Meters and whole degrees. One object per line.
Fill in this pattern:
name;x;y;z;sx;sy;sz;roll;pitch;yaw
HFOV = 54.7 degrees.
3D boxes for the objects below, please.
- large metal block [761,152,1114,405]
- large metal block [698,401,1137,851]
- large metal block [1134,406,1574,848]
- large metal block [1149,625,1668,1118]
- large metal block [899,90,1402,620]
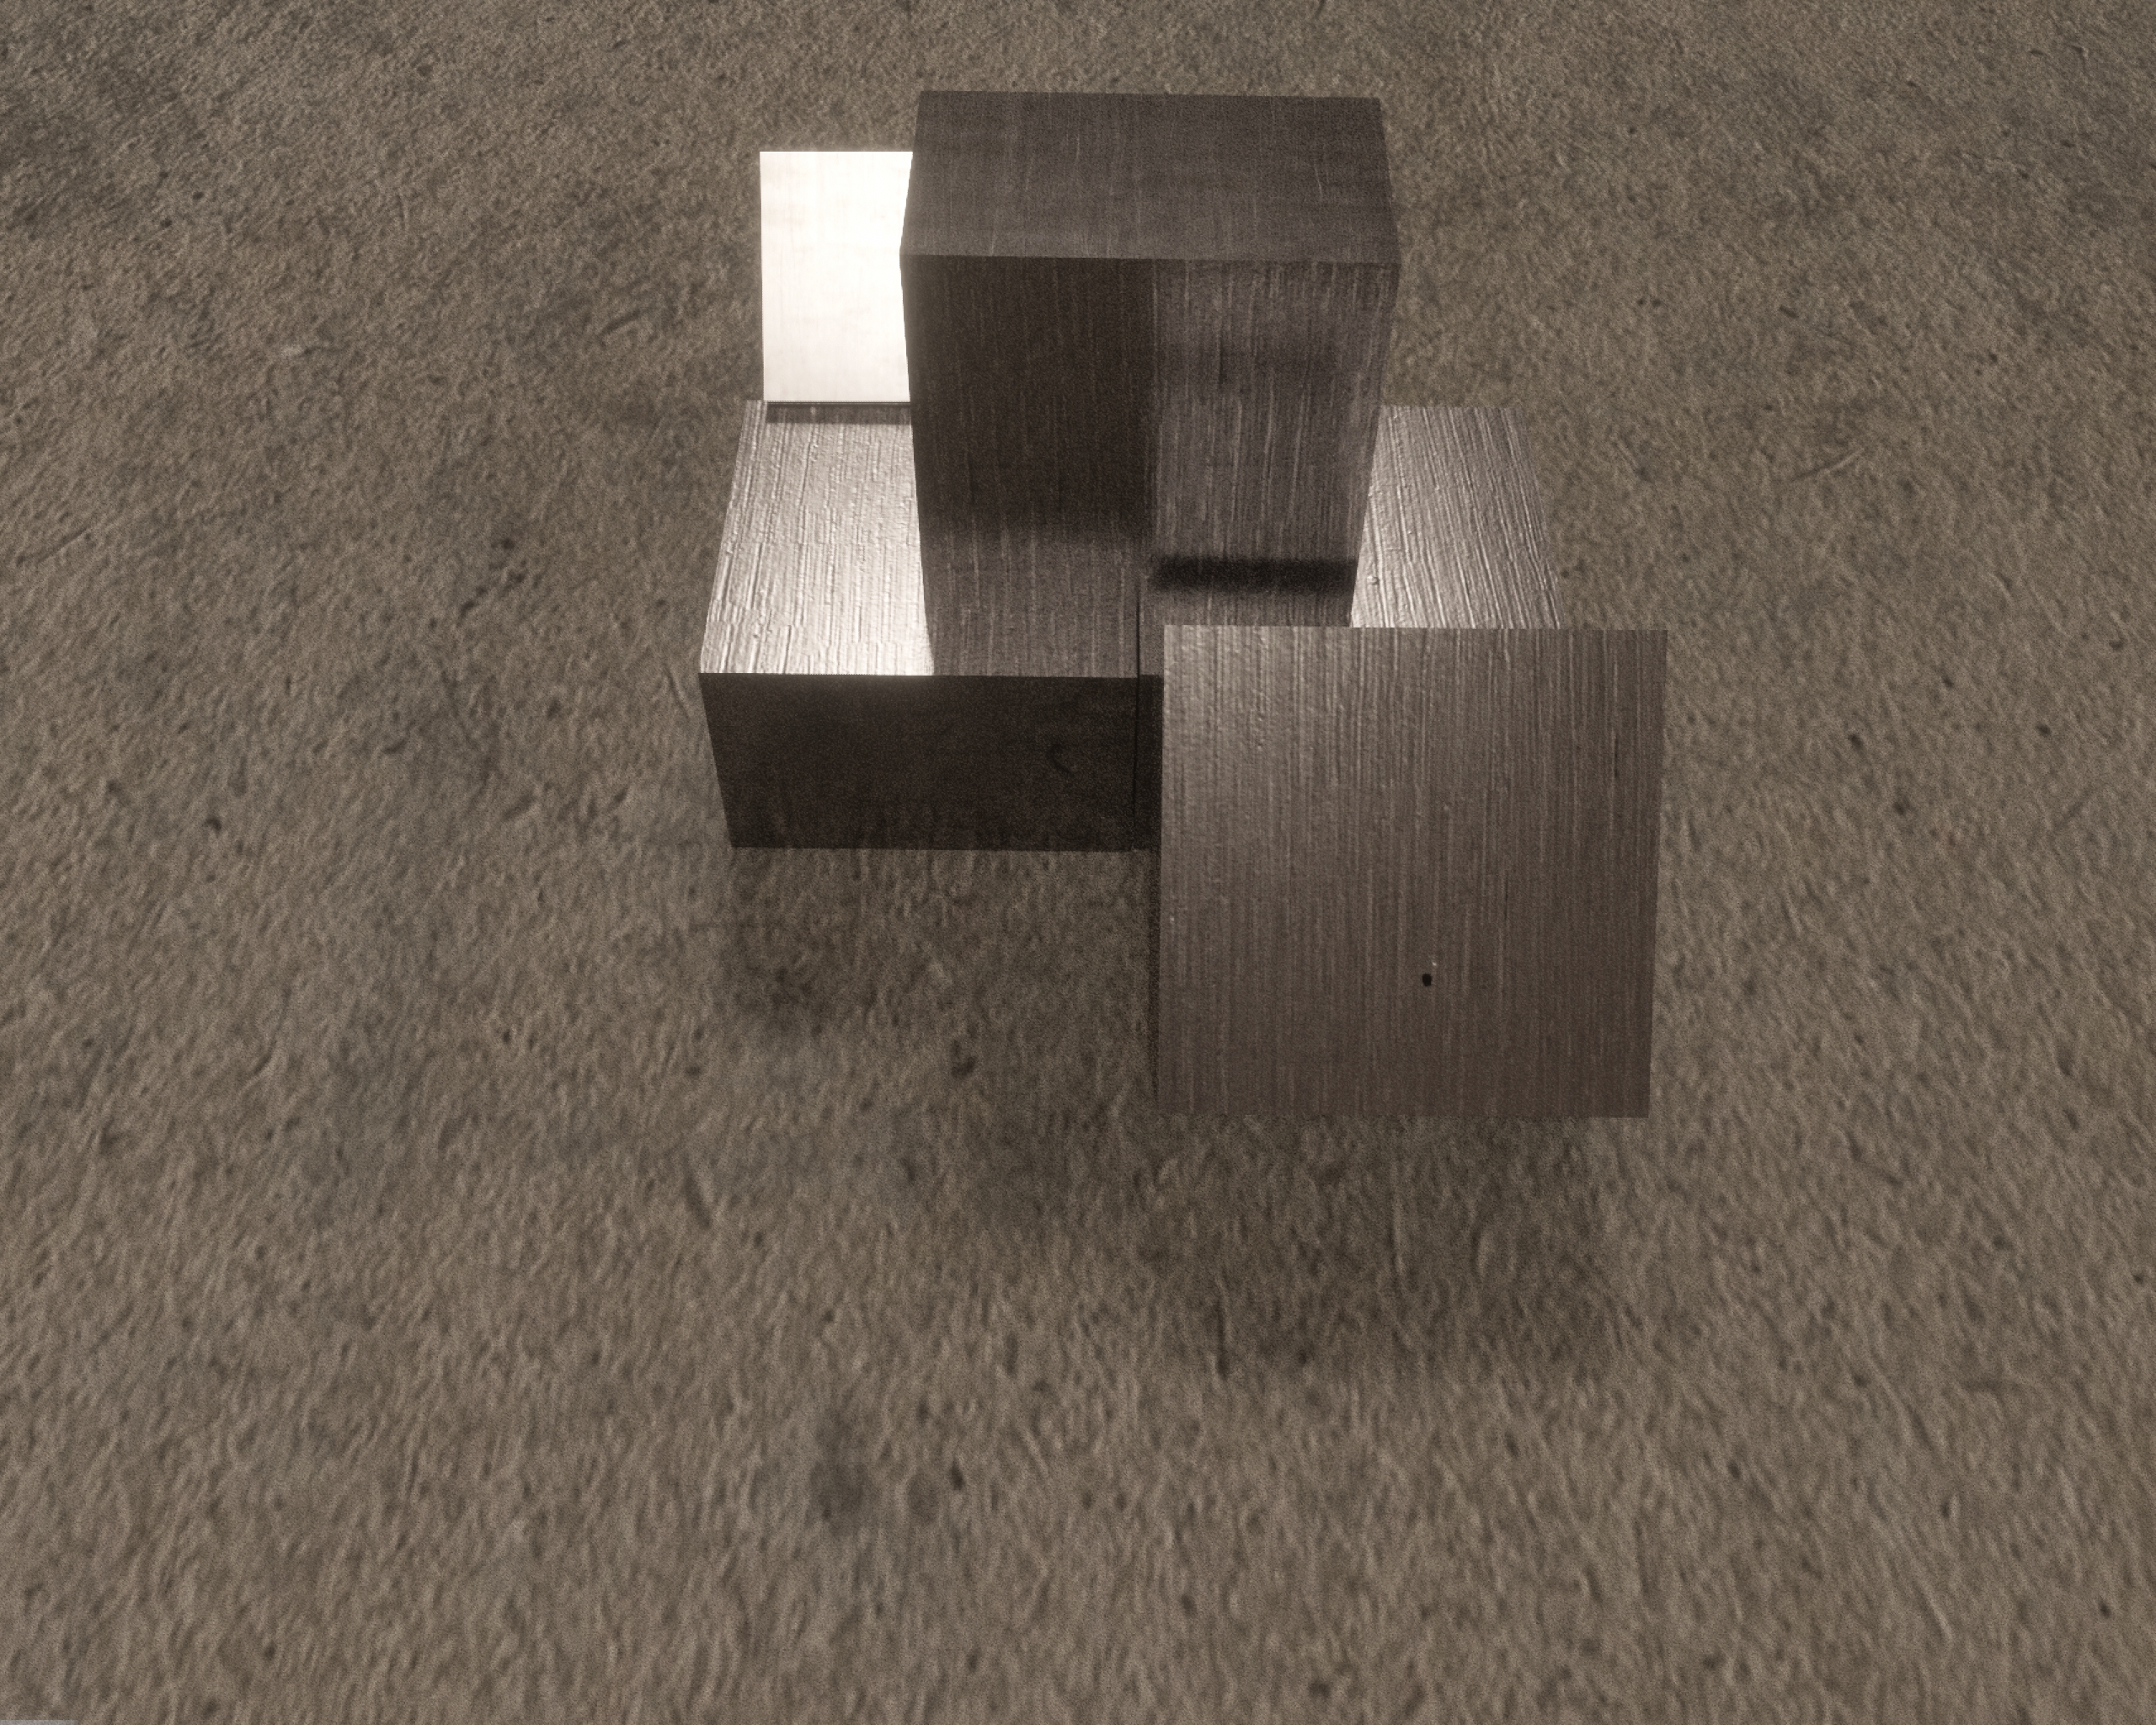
large metal block;-0.024;-0.124;0.465;0.081;0.050;0.080;0;6;0
large metal block;-0.029;-0.049;0.427;0.081;0.050;0.080;1;50;0
large metal block;0.052;-0.049;0.428;0.081;0.050;0.080;1;50;0
large metal block;0.054;-0.001;0.362;0.081;0.079;0.050;1;6;0
large metal block;0.012;-0.090;0.381;0.081;0.080;0.050;1;50;0
